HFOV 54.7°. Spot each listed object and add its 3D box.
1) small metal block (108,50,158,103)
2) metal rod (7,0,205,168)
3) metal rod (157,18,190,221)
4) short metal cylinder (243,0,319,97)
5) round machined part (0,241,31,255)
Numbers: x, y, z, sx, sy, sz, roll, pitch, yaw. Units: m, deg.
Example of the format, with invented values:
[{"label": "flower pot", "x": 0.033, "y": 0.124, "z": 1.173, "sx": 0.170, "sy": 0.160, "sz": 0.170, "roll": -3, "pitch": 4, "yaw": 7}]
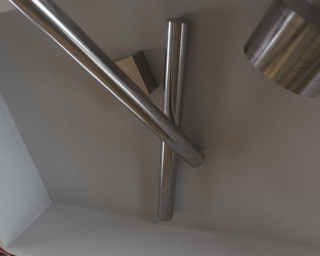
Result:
[{"label": "small metal block", "x": -0.038, "y": -0.063, "z": 0.388, "sx": 0.050, "sy": 0.025, "sz": 0.050, "roll": -12, "pitch": 113, "yaw": 32}, {"label": "metal rod", "x": -0.035, "y": -0.038, "z": 0.315, "sx": 0.025, "sy": 0.025, "sz": 0.300, "roll": -14, "pitch": 140, "yaw": 33}, {"label": "metal rod", "x": 0.014, "y": 0.012, "z": 0.407, "sx": 0.025, "sy": 0.025, "sz": 0.298, "roll": 15, "pitch": 125, "yaw": 19}, {"label": "short metal cylinder", "x": 0.120, "y": -0.072, "z": 0.265, "sx": 0.080, "sy": 0.080, "sz": 0.050, "roll": 34, "pitch": 129, "yaw": 5}, {"label": "round machined part", "x": -0.373, "y": 0.332, "z": 0.798, "sx": 0.098, "sy": 0.042, "sz": 0.097, "roll": 13, "pitch": 124, "yaw": 20}]
